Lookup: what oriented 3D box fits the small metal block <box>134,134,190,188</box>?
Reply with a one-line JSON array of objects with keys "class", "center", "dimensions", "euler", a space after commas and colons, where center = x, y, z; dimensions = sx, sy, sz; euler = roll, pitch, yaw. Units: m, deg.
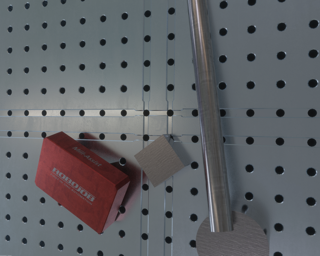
[{"class": "small metal block", "center": [0.003, 0.043, 0.412], "dimensions": [0.050, 0.025, 0.050], "euler": [-37, 78, 16]}]

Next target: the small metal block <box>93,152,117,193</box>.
[{"class": "small metal block", "center": [-0.096, 0.064, 0.446], "dimensions": [0.050, 0.025, 0.050], "euler": [20, 97, 19]}]

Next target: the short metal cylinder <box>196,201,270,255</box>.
[{"class": "short metal cylinder", "center": [0.088, 0.131, 0.368], "dimensions": [0.080, 0.050, 0.080], "euler": [0, 90, 20]}]

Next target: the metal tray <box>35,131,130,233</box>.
[{"class": "metal tray", "center": [-0.113, 0.075, 0.435], "dimensions": [0.130, 0.030, 0.089], "euler": [31, 118, 17]}]

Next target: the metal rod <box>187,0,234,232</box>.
[{"class": "metal rod", "center": [0.056, -0.035, 0.364], "dimensions": [0.025, 0.025, 0.299], "euler": [-9, 77, 20]}]
